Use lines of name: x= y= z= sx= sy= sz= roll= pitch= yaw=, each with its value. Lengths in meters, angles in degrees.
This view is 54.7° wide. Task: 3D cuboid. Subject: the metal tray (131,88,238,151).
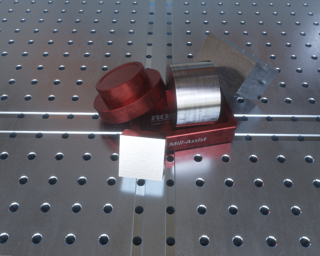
metal tray: x=0.026 y=-0.017 z=0.415 sx=0.131 sy=0.030 sz=0.090 roll=-9 pitch=51 yaw=-8

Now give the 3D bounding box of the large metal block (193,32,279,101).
large metal block: x=0.105 y=-0.083 z=0.432 sx=0.081 sy=0.050 sz=0.080 roll=0 pitch=38 yaw=-51

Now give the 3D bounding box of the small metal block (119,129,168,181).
small metal block: x=-0.019 y=0.031 z=0.358 sx=0.050 sy=0.050 sz=0.025 roll=6 pitch=16 yaw=5

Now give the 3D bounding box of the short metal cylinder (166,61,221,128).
short metal cylinder: x=0.038 y=-0.042 z=0.386 sx=0.050 sy=0.080 sz=0.080 roll=-6 pitch=50 yaw=-6

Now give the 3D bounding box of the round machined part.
round machined part: x=-0.045 y=-0.053 z=0.411 sx=0.098 sy=0.042 sz=0.098 roll=-19 pitch=33 yaw=13
